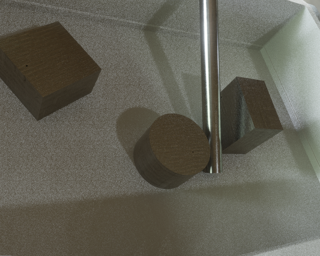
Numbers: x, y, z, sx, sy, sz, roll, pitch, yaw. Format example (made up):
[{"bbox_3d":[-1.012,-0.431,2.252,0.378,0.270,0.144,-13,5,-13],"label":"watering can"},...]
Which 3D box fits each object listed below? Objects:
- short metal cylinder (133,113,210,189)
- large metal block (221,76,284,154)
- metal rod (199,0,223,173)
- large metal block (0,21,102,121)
[{"bbox_3d":[0.014,0.029,0.381,0.081,0.050,0.080,14,56,-21],"label":"short metal cylinder"},{"bbox_3d":[0.117,-0.015,0.445,0.050,0.080,0.080,3,60,-27],"label":"large metal block"},{"bbox_3d":[0.068,-0.090,0.419,0.025,0.025,0.298,0,87,-29],"label":"metal rod"},{"bbox_3d":[-0.131,-0.068,0.361,0.080,0.050,0.080,48,51,5],"label":"large metal block"}]
